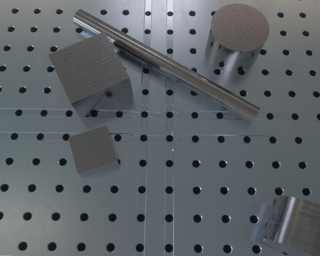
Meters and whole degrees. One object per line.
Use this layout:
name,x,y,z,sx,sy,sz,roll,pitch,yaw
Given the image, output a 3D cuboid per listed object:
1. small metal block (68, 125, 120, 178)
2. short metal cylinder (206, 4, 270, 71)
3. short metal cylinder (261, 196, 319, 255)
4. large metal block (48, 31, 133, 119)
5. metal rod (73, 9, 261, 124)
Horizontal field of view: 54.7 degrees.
small metal block,-0.085,0.031,0.400,0.050,0.025,0.050,-18,71,-7
short metal cylinder,0.110,-0.130,0.447,0.081,0.050,0.080,0,70,0
short metal cylinder,0.159,0.115,0.342,0.080,0.080,0.050,23,72,8
large metal block,-0.093,-0.072,0.424,0.080,0.050,0.080,-26,72,-9
metal rod,0.003,-0.093,0.445,0.301,0.025,0.025,31,73,10
